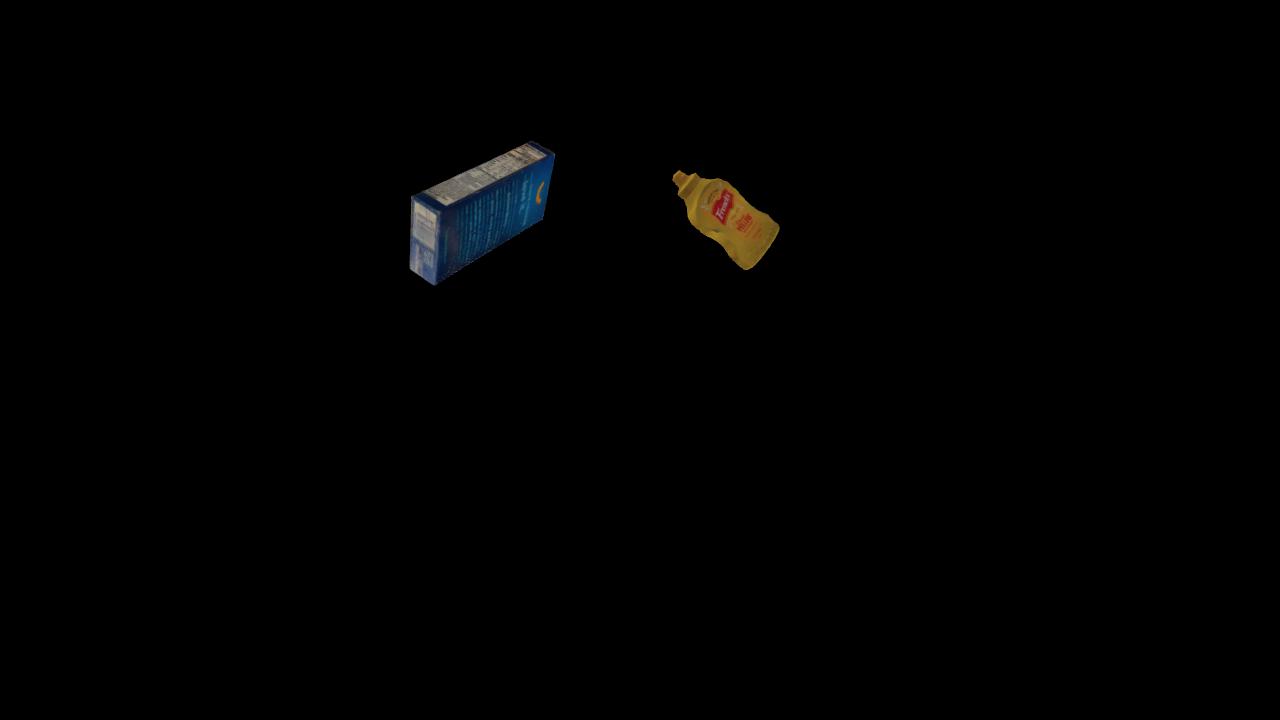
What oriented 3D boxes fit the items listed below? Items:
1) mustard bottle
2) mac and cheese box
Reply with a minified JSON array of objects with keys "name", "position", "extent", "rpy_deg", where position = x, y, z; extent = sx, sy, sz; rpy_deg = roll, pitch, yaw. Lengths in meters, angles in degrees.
[{"name":"mustard bottle","position":[0.124,-0.229,0.956],"extent":[0.184,0.092,0.054],"rpy_deg":[38,-10,-10]},{"name":"mac and cheese box","position":[-0.166,-0.162,0.661],"extent":[0.041,0.093,0.184],"rpy_deg":[32,45,11]}]
